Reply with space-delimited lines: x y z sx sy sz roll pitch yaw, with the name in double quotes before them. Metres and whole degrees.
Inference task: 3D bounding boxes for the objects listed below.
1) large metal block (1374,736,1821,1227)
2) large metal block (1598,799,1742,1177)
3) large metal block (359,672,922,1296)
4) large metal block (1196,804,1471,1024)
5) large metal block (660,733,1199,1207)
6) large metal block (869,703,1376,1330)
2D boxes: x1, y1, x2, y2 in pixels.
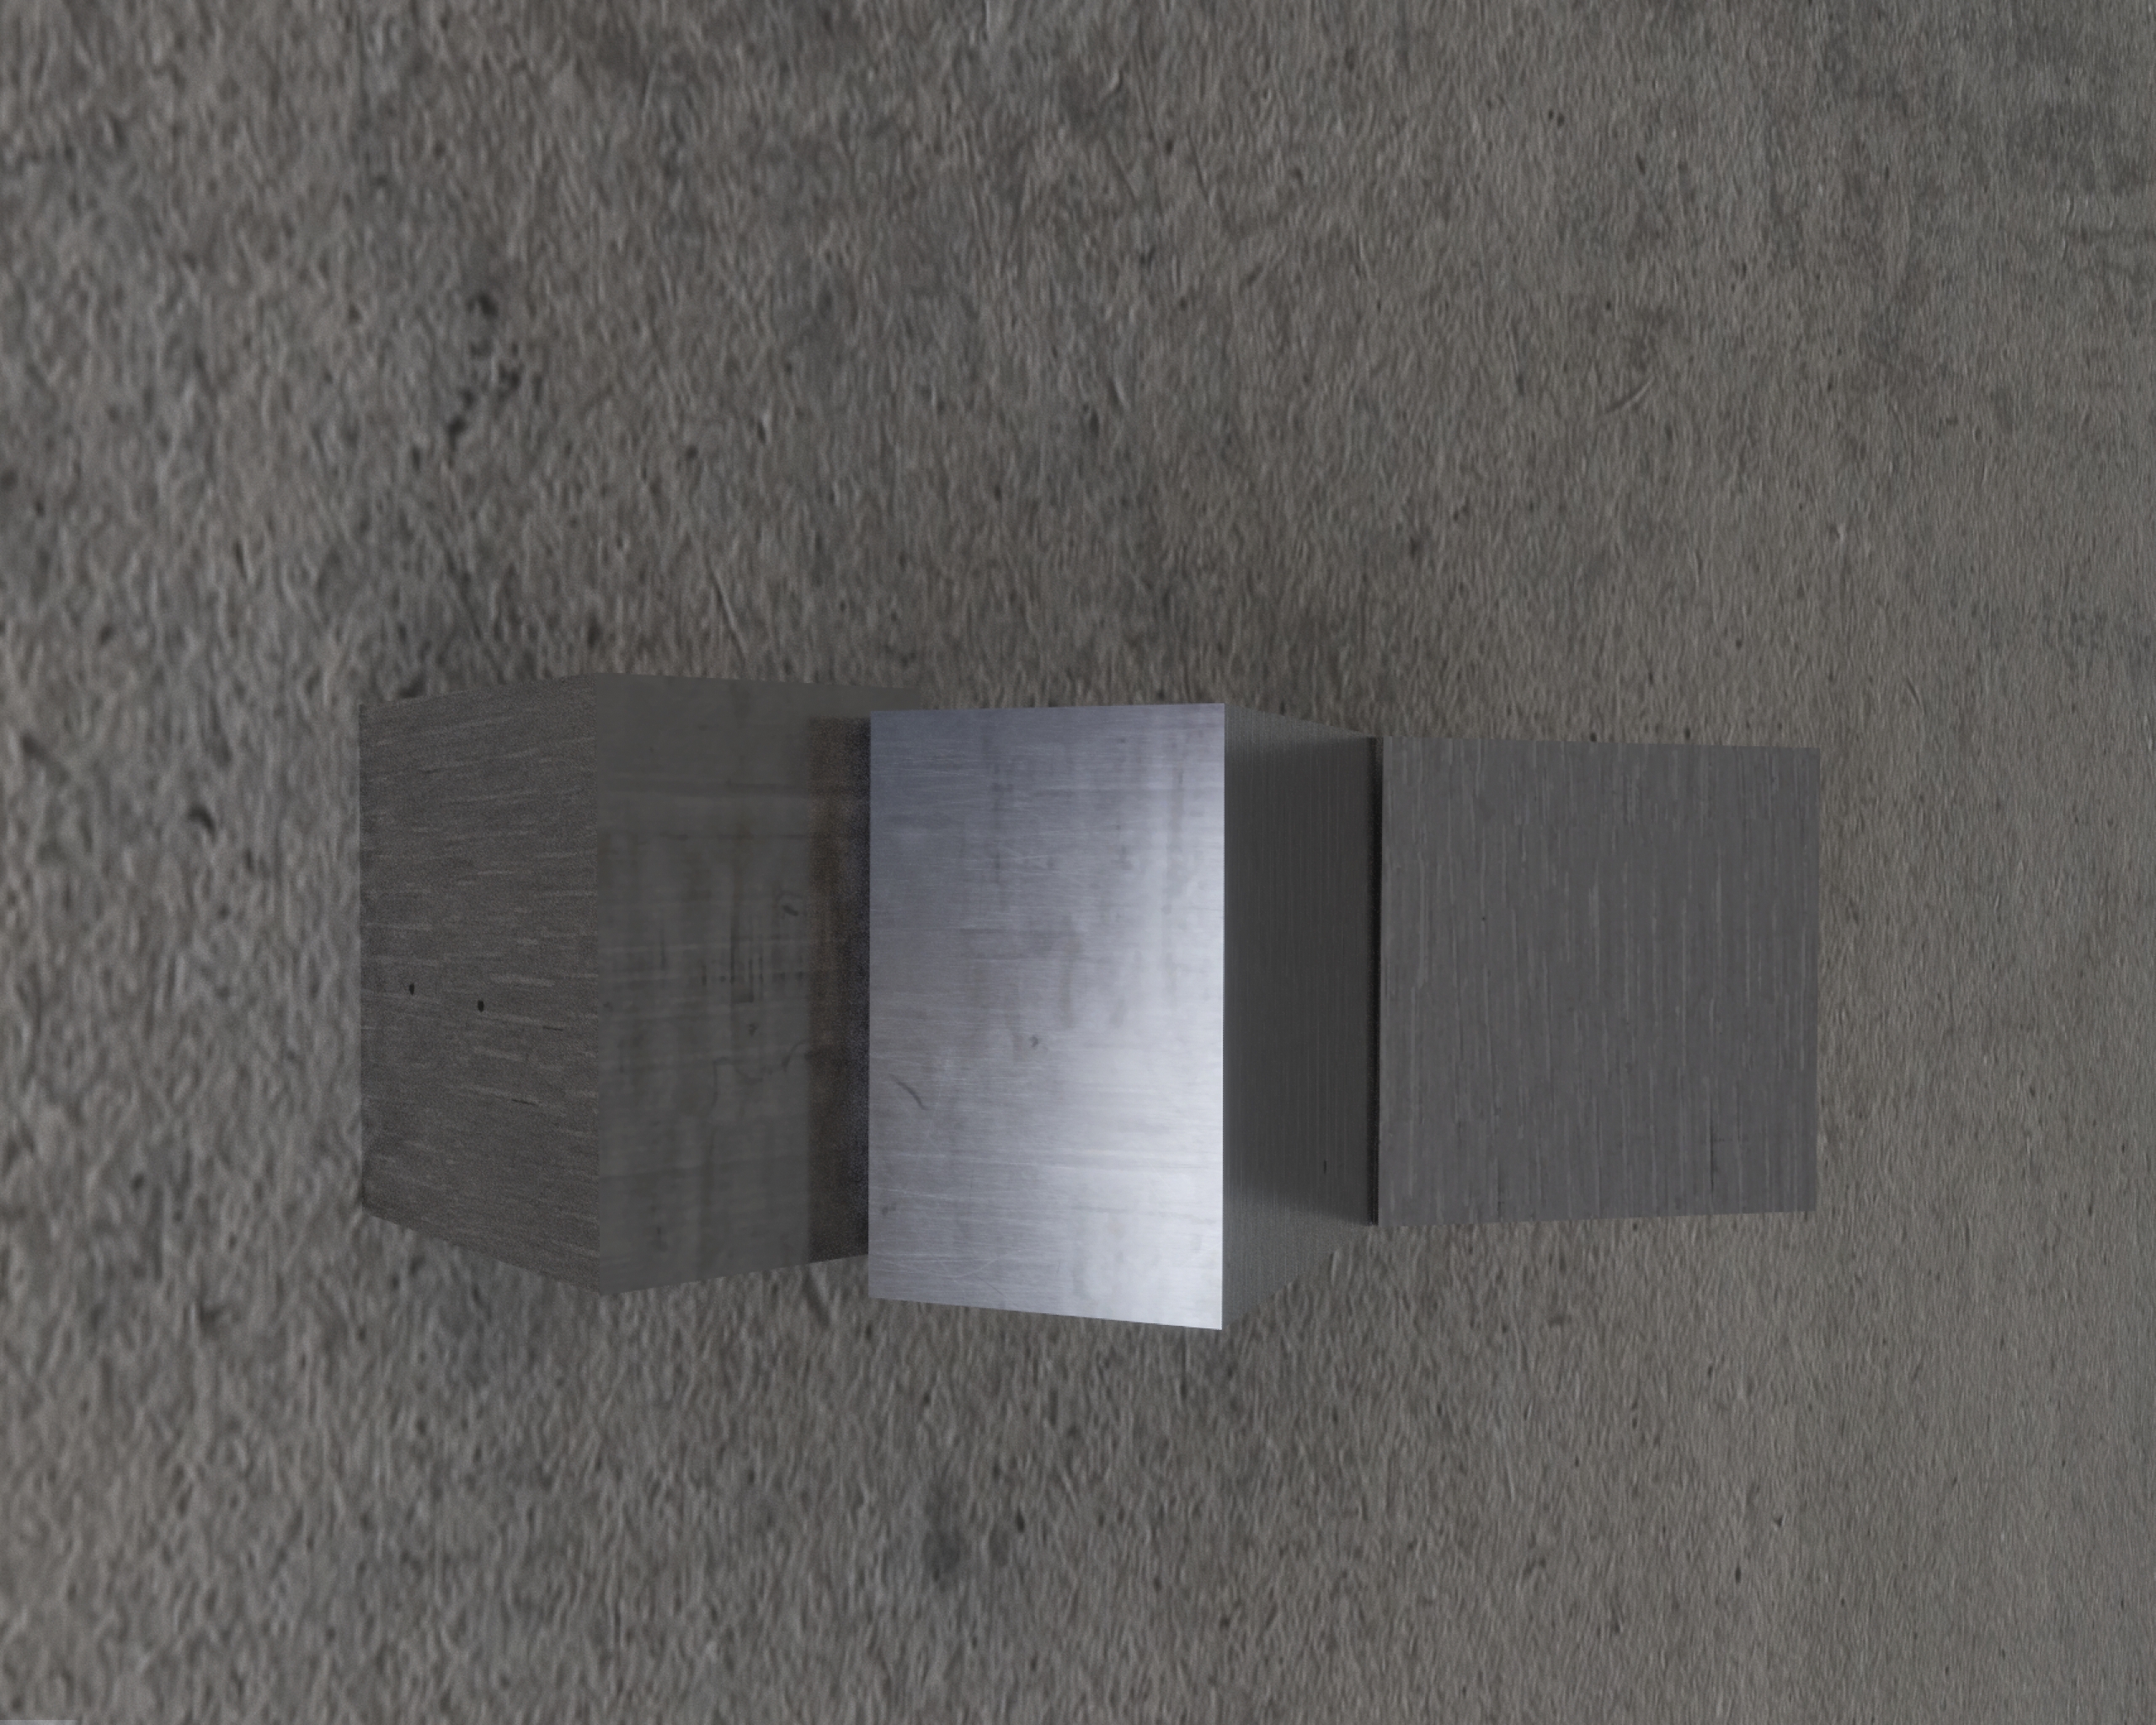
"large metal block" 0.082 0.020 0.372 0.081 0.050 0.080 1 90 -15
"large metal block" 0.097 0.027 0.450 0.050 0.080 0.080 0 90 -40
"large metal block" -0.067 0.015 0.312 0.050 0.080 0.080 -1 91 -40
"large metal block" 0.037 0.021 0.419 0.081 0.050 0.080 0 90 -40
"large metal block" -0.025 0.018 0.367 0.081 0.050 0.080 0 90 -40
"large metal block" 0.010 0.019 0.311 0.080 0.050 0.080 0 91 -68
